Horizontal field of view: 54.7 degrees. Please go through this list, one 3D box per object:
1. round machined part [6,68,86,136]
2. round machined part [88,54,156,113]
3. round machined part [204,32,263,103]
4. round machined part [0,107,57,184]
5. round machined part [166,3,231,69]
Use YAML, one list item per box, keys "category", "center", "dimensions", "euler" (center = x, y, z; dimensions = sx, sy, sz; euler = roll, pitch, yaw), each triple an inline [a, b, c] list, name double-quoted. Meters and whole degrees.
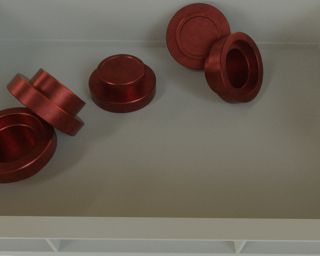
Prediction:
- category: "round machined part"
  center: [-0.132, -0.036, 0.382]
  dimensions: [0.098, 0.098, 0.042]
  euler: [37, 85, 26]
- category: "round machined part"
  center: [-0.055, -0.071, 0.453]
  dimensions: [0.099, 0.042, 0.098]
  euler: [0, 50, 0]
- category: "round machined part"
  center: [0.102, -0.083, 0.442]
  dimensions: [0.042, 0.098, 0.098]
  euler: [-1, 37, 50]
- category: "round machined part"
  center: [-0.173, 0.024, 0.371]
  dimensions: [0.099, 0.042, 0.098]
  euler: [0, 50, 0]
- category: "round machined part"
  center: [0.058, -0.139, 0.472]
  dimensions: [0.099, 0.097, 0.042]
  euler: [3, 14, 2]
